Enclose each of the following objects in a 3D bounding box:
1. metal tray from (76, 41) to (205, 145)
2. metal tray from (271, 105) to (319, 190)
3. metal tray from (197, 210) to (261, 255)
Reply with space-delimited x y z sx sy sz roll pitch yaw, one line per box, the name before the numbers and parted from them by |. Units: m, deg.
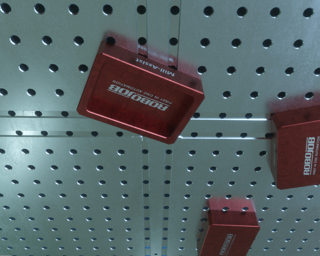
metal tray | -0.024 -0.037 0.376 0.131 0.030 0.089 19 128 -16
metal tray | 0.207 0.030 0.435 0.090 0.030 0.129 -10 130 8
metal tray | 0.125 0.207 0.585 0.091 0.030 0.129 3 130 -3
